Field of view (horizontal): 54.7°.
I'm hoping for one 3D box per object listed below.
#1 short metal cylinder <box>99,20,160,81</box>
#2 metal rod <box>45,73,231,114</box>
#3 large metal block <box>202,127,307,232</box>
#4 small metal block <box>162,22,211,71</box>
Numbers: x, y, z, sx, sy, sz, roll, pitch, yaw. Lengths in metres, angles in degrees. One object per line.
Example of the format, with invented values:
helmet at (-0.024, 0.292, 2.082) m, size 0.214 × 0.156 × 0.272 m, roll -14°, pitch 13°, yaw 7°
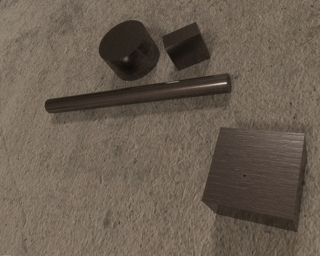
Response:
short metal cylinder at (-0.048, -0.121, 0.485) m, size 0.080 × 0.050 × 0.080 m, roll -13°, pitch 56°, yaw 20°
metal rod at (-0.048, -0.047, 0.456) m, size 0.301 × 0.025 × 0.025 m, roll -4°, pitch 60°, yaw 25°
large metal block at (0.096, 0.049, 0.307) m, size 0.080 × 0.050 × 0.080 m, roll 5°, pitch 64°, yaw 30°
small metal block at (0.038, -0.114, 0.437) m, size 0.050 × 0.050 × 0.025 m, roll -20°, pitch 55°, yaw 16°
